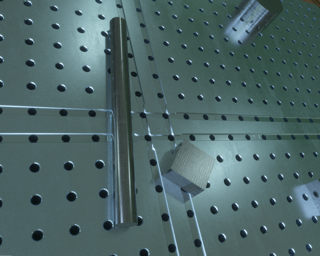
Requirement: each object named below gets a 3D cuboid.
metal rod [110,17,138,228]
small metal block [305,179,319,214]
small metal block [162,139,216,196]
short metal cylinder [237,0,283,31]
[{"bbox_3d":[-0.050,-0.028,0.398,0.025,0.025,0.299,8,58,-24],"label":"metal rod"},{"bbox_3d":[0.266,0.105,0.487,0.050,0.025,0.050,-4,64,-30],"label":"small metal block"},{"bbox_3d":[0.038,0.051,0.397,0.050,0.025,0.050,34,51,-6],"label":"small metal block"},{"bbox_3d":[0.214,-0.257,0.663,0.081,0.050,0.080,14,56,-21],"label":"short metal cylinder"}]
